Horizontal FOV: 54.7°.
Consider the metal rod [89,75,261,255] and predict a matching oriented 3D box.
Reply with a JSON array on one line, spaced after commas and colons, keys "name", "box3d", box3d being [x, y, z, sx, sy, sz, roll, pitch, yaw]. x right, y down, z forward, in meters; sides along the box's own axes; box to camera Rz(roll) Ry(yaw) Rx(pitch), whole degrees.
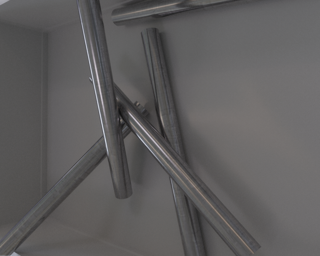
[{"name": "metal rod", "box3d": [0.001, 0.026, 0.372, 0.300, 0.025, 0.025, 48, 118, 27]}]

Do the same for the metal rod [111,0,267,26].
[{"name": "metal rod", "box3d": [0.053, -0.150, 0.363, 0.300, 0.025, 0.025, 6, 94, 39]}]

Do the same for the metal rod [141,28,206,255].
[{"name": "metal rod", "box3d": [0.015, 0.015, 0.394, 0.025, 0.025, 0.299, -19, 78, 38]}]

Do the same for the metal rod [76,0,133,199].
[{"name": "metal rod", "box3d": [-0.067, -0.044, 0.379, 0.025, 0.025, 0.298, 13, 120, 39]}]

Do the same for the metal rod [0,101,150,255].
[{"name": "metal rod", "box3d": [-0.128, 0.078, 0.432, 0.300, 0.025, 0.025, -46, 60, 1]}]
